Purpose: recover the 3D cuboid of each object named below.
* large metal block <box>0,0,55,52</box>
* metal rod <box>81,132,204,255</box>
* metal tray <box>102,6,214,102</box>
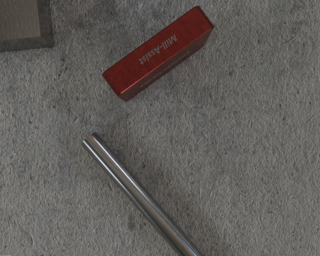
[{"bbox_3d":[-0.187,-0.145,0.395,0.081,0.050,0.079,-6,90,-1],"label":"large metal block"},{"bbox_3d":[0.004,0.126,0.410,0.025,0.025,0.300,-41,91,0],"label":"metal rod"},{"bbox_3d":[-0.002,-0.084,0.377,0.130,0.090,0.030,-36,91,0],"label":"metal tray"}]
